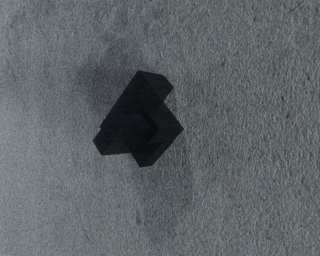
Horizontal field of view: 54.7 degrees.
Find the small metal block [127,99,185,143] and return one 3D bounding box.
[{"bbox_3d":[-0.005,-0.009,0.392,0.025,0.050,0.050,-50,61,28],"label":"small metal block"}]

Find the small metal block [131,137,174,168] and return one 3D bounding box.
[{"bbox_3d":[-0.017,0.017,0.419,0.050,0.025,0.050,-50,61,28],"label":"small metal block"}]

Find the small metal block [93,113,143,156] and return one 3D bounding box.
[{"bbox_3d":[-0.049,0.008,0.396,0.050,0.050,0.025,-51,60,28],"label":"small metal block"}]

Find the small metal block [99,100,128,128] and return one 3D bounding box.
[{"bbox_3d":[-0.046,-0.010,0.425,0.050,0.050,0.025,-51,60,28],"label":"small metal block"}]

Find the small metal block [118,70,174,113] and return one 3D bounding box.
[{"bbox_3d":[-0.018,-0.045,0.403,0.050,0.050,0.025,-51,60,28],"label":"small metal block"}]
